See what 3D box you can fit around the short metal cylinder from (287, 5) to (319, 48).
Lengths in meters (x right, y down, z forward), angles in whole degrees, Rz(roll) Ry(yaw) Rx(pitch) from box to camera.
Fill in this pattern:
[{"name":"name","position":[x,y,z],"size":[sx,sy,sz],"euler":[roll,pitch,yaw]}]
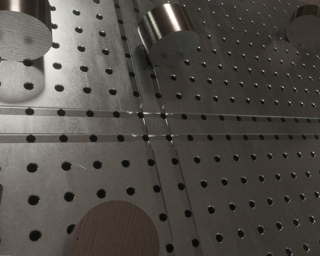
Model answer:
[{"name":"short metal cylinder","position":[0.330,-0.226,0.693],"size":[0.080,0.080,0.050],"euler":[34,51,-6]}]

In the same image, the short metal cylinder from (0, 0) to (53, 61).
[{"name":"short metal cylinder","position":[-0.168,-0.122,0.358],"size":[0.081,0.080,0.050],"euler":[2,61,-28]}]

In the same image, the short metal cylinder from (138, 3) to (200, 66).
[{"name":"short metal cylinder","position":[0.013,-0.138,0.466],"size":[0.081,0.080,0.050],"euler":[-7,65,-32]}]

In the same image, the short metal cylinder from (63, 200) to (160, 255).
[{"name":"short metal cylinder","position":[-0.047,0.116,0.297],"size":[0.081,0.050,0.080],"euler":[14,56,-21]}]

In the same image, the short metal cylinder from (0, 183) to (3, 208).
[{"name":"short metal cylinder","position":[-0.170,0.069,0.240],"size":[0.081,0.080,0.050],"euler":[9,58,-24]}]
